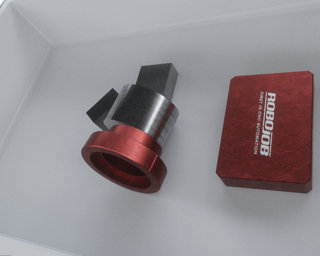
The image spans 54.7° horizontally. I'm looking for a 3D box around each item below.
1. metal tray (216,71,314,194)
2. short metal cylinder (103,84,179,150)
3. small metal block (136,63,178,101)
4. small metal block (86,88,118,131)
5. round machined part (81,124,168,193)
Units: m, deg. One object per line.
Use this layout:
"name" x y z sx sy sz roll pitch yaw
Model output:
"metal tray" 0.118 0.001 0.340 0.090 0.030 0.130 0 62 28
"short metal cylinder" -0.023 -0.011 0.388 0.080 0.080 0.050 14 69 33
"small metal block" -0.006 -0.064 0.447 0.050 0.025 0.050 0 62 28
"small metal block" -0.066 -0.019 0.434 0.050 0.050 0.025 -44 51 -2
"round machined part" -0.037 0.033 0.358 0.098 0.098 0.042 6 55 31
